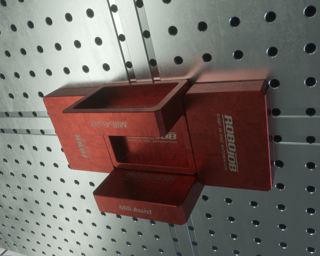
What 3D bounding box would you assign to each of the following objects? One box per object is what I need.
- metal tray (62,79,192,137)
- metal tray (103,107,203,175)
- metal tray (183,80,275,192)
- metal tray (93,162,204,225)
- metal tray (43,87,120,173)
[{"bbox_3d":[-0.037,-0.025,0.372,0.130,0.090,0.030,1,119,27],"label":"metal tray"},{"bbox_3d":[-0.013,0.014,0.419,0.130,0.030,0.089,1,119,27],"label":"metal tray"},{"bbox_3d":[0.084,0.012,0.368,0.090,0.030,0.129,0,119,26],"label":"metal tray"},{"bbox_3d":[-0.013,0.081,0.422,0.130,0.090,0.030,1,119,27],"label":"metal tray"},{"bbox_3d":[-0.113,0.005,0.468,0.090,0.030,0.129,1,119,27],"label":"metal tray"}]
